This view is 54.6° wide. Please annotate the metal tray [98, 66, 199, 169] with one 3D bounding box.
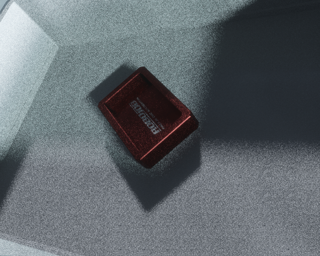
[{"bbox_3d":[-0.020,-0.019,0.425,0.090,0.030,0.130,-41,51,0],"label":"metal tray"}]
